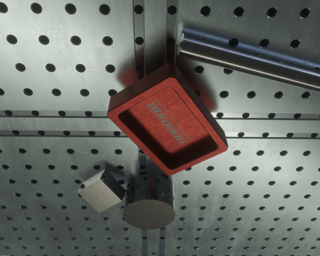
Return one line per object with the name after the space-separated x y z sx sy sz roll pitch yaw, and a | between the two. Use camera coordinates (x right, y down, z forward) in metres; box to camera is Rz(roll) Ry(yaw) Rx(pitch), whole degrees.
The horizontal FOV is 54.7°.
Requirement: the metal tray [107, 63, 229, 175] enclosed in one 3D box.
0.012 -0.004 0.372 0.090 0.030 0.130 -28 126 21 | metal tray

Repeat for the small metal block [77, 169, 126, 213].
-0.091 0.100 0.488 0.050 0.025 0.050 -32 108 24 | small metal block

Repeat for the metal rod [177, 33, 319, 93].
0.167 -0.060 0.363 0.302 0.025 0.025 12 129 -11 | metal rod

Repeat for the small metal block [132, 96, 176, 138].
-0.011 -0.017 0.397 0.050 0.025 0.050 11 129 -10 | small metal block

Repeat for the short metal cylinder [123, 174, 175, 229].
-0.017 0.118 0.496 0.081 0.050 0.079 -1 130 0 | short metal cylinder
